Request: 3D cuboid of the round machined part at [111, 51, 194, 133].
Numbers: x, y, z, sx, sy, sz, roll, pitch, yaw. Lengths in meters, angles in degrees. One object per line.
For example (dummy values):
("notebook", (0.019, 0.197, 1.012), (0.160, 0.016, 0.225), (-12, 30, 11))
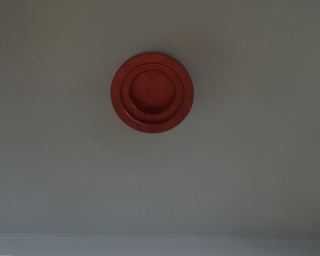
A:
("round machined part", (-0.009, -0.046, 0.385), (0.099, 0.042, 0.097), (0, 110, 0))
